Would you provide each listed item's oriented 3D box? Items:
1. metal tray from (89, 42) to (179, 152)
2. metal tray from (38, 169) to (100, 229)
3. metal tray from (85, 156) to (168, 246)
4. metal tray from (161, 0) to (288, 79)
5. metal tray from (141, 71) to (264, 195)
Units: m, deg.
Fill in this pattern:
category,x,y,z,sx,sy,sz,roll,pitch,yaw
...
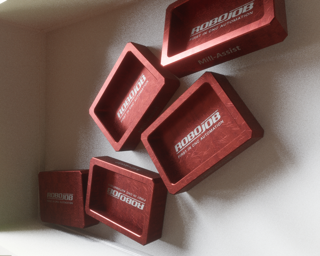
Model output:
category,x,y,z,sx,sy,sz,roll,pitch,yaw
metal tray,-0.041,-0.041,0.435,0.090,0.030,0.129,51,119,27
metal tray,-0.160,0.118,0.532,0.130,0.030,0.089,-8,85,39
metal tray,-0.052,0.098,0.443,0.130,0.030,0.089,12,98,39
metal tray,0.063,-0.115,0.331,0.130,0.030,0.090,-14,61,38
metal tray,0.043,0.009,0.366,0.129,0.030,0.090,-43,64,31
